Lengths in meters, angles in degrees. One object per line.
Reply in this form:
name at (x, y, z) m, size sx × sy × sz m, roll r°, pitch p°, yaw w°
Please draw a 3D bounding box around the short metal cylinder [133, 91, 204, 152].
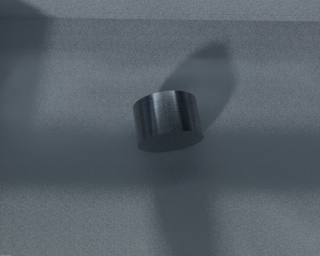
short metal cylinder at (0.009, -0.005, 0.383) m, size 0.080 × 0.080 × 0.050 m, roll -8°, pitch 70°, yaw -3°
